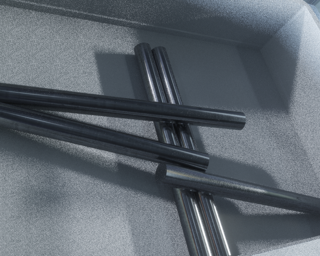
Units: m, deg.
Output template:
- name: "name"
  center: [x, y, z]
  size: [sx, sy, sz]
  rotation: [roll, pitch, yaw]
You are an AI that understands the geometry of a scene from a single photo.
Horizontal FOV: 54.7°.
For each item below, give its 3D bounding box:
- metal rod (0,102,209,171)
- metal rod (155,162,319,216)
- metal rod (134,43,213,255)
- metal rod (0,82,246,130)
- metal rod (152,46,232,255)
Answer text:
- name: "metal rod"
  center: [-0.088, 0.006, 0.338]
  size: [0.302, 0.025, 0.025]
  rotation: [15, 56, -14]
- name: "metal rod"
  center: [0.131, 0.086, 0.402]
  size: [0.302, 0.025, 0.025]
  rotation: [16, 55, -26]
- name: "metal rod"
  center: [0.010, 0.013, 0.401]
  size: [0.025, 0.025, 0.299]
  rotation: [-1, 62, -29]
- name: "metal rod"
  center: [-0.034, -0.023, 0.376]
  size: [0.302, 0.025, 0.025]
  rotation: [6, 59, -18]
- name: "metal rod"
  center: [0.034, 0.015, 0.412]
  size: [0.025, 0.025, 0.299]
  rotation: [-1, 62, -29]
